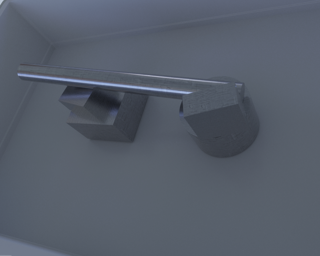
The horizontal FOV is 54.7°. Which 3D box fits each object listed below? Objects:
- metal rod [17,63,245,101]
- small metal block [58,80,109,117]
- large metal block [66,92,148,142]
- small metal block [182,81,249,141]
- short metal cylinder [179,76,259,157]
[{"bbox_3d":[-0.053,-0.056,0.374,0.301,0.025,0.025,9,66,23],"label":"metal rod"},{"bbox_3d":[-0.101,-0.047,0.419,0.050,0.025,0.050,14,68,33],"label":"small metal block"},{"bbox_3d":[-0.073,-0.029,0.440,0.080,0.050,0.080,3,63,29],"label":"large metal block"},{"bbox_3d":[0.055,-0.014,0.301,0.050,0.050,0.025,-14,56,20],"label":"small metal block"},{"bbox_3d":[0.069,-0.013,0.358,0.080,0.050,0.080,-13,56,20],"label":"short metal cylinder"}]
